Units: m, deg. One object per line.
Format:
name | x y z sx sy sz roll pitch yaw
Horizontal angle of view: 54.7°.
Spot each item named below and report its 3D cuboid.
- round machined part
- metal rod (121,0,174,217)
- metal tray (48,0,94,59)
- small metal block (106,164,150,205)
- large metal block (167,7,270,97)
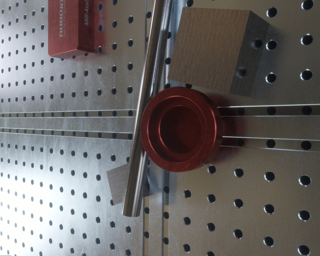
round machined part | 0.029 0.002 0.368 0.098 0.042 0.097 0 89 32
metal rod | -0.016 -0.035 0.403 0.025 0.025 0.298 9 91 39
metal tray | -0.154 -0.190 0.530 0.090 0.030 0.129 1 90 39
small metal block | -0.047 0.080 0.446 0.050 0.025 0.050 -24 75 37
large metal block | 0.062 -0.083 0.340 0.080 0.050 0.079 20 103 38
